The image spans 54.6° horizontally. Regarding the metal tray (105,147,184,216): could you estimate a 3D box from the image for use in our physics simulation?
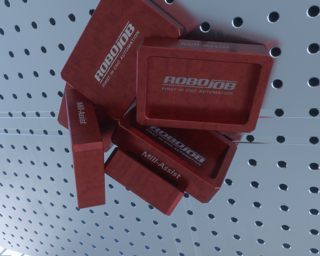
[{"bbox_3d":[-0.013,0.061,0.394,0.090,0.130,0.030,33,90,6],"label":"metal tray"}]

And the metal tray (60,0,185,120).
[{"bbox_3d":[-0.045,-0.085,0.356,0.090,0.030,0.129,38,115,-2],"label":"metal tray"}]

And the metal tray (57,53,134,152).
[{"bbox_3d":[-0.088,-0.036,0.433,0.090,0.030,0.129,33,129,5],"label":"metal tray"}]

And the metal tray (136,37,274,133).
[{"bbox_3d":[0.042,-0.044,0.328,0.131,0.030,0.089,4,123,0],"label":"metal tray"}]

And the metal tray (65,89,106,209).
[{"bbox_3d":[-0.092,0.019,0.375,0.030,0.130,0.089,-6,125,-17],"label":"metal tray"}]

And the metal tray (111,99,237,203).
[{"bbox_3d":[0.020,0.018,0.369,0.130,0.090,0.030,33,128,6],"label":"metal tray"}]
